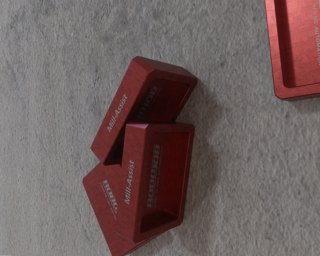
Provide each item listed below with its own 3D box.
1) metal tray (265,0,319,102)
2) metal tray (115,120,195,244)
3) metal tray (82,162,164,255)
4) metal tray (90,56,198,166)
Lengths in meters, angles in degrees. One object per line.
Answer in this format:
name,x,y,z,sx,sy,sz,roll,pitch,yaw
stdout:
metal tray,0.147,-0.095,0.279,0.090,0.030,0.129,-8,85,39
metal tray,-0.004,0.057,0.363,0.030,0.091,0.129,11,97,39
metal tray,-0.056,0.108,0.446,0.090,0.030,0.130,-43,65,31
metal tray,-0.019,-0.016,0.376,0.030,0.091,0.129,43,116,31
